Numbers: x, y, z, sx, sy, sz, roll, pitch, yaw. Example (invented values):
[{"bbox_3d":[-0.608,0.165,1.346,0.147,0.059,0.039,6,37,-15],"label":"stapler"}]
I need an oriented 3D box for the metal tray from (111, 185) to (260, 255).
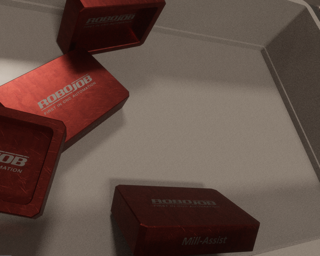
[{"bbox_3d":[0.024,0.093,0.323,0.131,0.090,0.030,8,100,-25],"label":"metal tray"}]

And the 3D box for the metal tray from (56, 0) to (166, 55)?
[{"bbox_3d":[-0.065,-0.143,0.417,0.131,0.090,0.030,-22,74,-36],"label":"metal tray"}]

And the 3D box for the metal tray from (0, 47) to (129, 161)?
[{"bbox_3d":[-0.111,-0.033,0.364,0.090,0.030,0.131,45,51,2],"label":"metal tray"}]

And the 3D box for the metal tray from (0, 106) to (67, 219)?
[{"bbox_3d":[-0.161,0.024,0.277,0.131,0.030,0.090,15,68,-11],"label":"metal tray"}]
